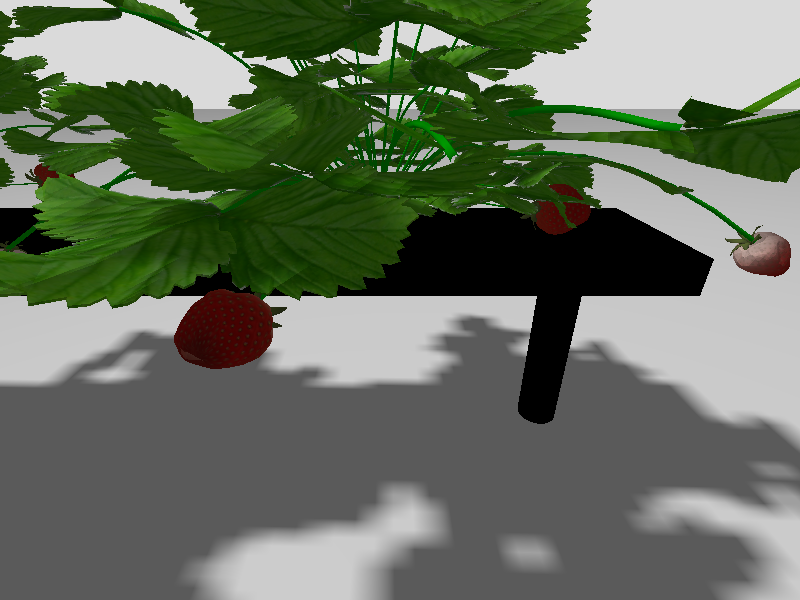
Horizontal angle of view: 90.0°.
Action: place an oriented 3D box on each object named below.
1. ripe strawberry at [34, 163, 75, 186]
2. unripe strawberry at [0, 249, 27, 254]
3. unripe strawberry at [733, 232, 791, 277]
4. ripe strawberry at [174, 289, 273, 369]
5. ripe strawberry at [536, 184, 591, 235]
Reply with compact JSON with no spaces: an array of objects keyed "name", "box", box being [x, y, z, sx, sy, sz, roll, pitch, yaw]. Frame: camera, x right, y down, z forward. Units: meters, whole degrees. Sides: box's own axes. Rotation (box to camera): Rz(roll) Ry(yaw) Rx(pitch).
[{"name":"ripe strawberry","box":[-0.393,-0.138,0.458,0.033,0.038,0.036,16,31,29]},{"name":"unripe strawberry","box":[-0.252,-0.023,0.259,0.019,0.020,0.018,8,20,-31]},{"name":"unripe strawberry","box":[0.232,-0.028,0.255,0.027,0.028,0.031,-47,0,35]},{"name":"ripe strawberry","box":[-0.073,0.014,0.165,0.038,0.034,0.035,7,28,13]},{"name":"ripe strawberry","box":[0.134,-0.074,0.329,0.041,0.041,0.046,4,27,7]}]
